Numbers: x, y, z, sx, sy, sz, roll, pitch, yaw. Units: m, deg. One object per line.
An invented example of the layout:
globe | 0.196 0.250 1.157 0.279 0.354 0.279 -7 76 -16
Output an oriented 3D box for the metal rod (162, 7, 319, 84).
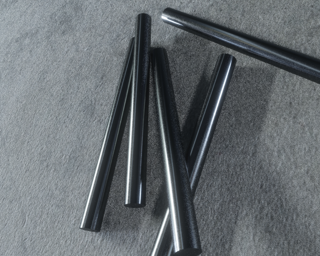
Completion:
metal rod | 0.108 -0.115 0.417 0.025 0.025 0.300 -49 52 -6

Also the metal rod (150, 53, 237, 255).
metal rod | 0.039 0.039 0.358 0.025 0.025 0.300 8 65 31

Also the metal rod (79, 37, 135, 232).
metal rod | -0.061 -0.009 0.439 0.025 0.025 0.299 -4 60 26

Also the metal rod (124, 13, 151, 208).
metal rod | -0.028 -0.042 0.430 0.025 0.025 0.299 -11 61 22

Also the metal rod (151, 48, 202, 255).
metal rod | 0.012 -0.001 0.373 0.025 0.025 0.300 -21 47 15
